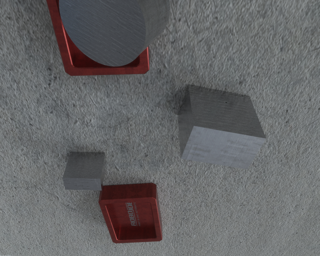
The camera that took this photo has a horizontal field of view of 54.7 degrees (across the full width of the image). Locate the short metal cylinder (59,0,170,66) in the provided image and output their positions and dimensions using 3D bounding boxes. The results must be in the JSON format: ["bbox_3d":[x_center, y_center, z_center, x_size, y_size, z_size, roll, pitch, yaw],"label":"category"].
[{"bbox_3d":[-0.038,-0.101,0.269,0.080,0.050,0.079,16,133,17],"label":"short metal cylinder"}]

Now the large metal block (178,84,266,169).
[{"bbox_3d":[0.068,-0.003,0.370,0.081,0.080,0.050,10,129,-9],"label":"large metal block"}]

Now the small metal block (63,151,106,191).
[{"bbox_3d":[-0.106,0.061,0.441,0.050,0.050,0.025,2,130,-2],"label":"small metal block"}]

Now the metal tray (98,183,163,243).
[{"bbox_3d":[-0.046,0.149,0.529,0.091,0.030,0.129,-4,130,3],"label":"metal tray"}]

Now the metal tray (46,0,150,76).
[{"bbox_3d":[-0.059,-0.116,0.304,0.091,0.030,0.129,-2,130,1],"label":"metal tray"}]
